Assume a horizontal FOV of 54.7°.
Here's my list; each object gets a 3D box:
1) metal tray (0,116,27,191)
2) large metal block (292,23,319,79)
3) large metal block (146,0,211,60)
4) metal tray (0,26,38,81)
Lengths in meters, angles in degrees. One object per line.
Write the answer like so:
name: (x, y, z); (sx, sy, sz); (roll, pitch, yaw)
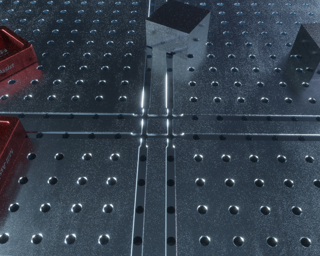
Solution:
metal tray: (-0.228, 0.042, 0.367); (0.091, 0.030, 0.130); (4, 50, 3)
large metal block: (0.274, -0.127, 0.499); (0.081, 0.050, 0.080); (-5, 50, -4)
large metal block: (0.032, -0.173, 0.537); (0.080, 0.050, 0.080); (25, 54, 19)
metal tray: (-0.279, -0.109, 0.493); (0.090, 0.030, 0.131); (35, 58, 25)
